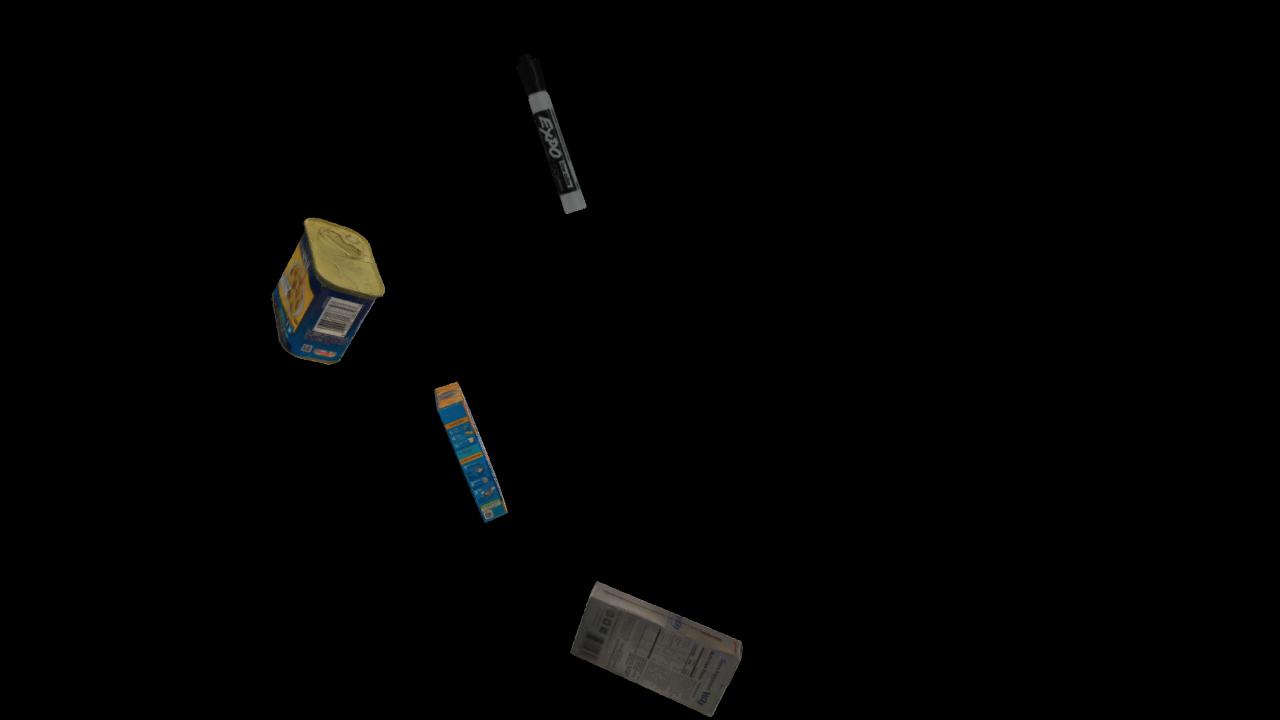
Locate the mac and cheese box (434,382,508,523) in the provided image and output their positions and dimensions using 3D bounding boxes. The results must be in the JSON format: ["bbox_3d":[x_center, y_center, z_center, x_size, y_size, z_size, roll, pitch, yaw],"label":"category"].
[{"bbox_3d":[-0.242,0.130,0.880,0.041,0.184,0.093,-20,21,-14],"label":"mac and cheese box"}]

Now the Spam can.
[{"bbox_3d":[-0.276,-0.060,0.539,0.058,0.085,0.101,16,31,-46],"label":"Spam can"}]

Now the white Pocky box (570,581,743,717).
[{"bbox_3d":[0.014,0.283,0.603,0.154,0.084,0.028,21,22,6],"label":"white Pocky box"}]

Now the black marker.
[{"bbox_3d":[-0.070,-0.177,0.485,0.020,0.121,0.020,-16,17,5],"label":"black marker"}]
